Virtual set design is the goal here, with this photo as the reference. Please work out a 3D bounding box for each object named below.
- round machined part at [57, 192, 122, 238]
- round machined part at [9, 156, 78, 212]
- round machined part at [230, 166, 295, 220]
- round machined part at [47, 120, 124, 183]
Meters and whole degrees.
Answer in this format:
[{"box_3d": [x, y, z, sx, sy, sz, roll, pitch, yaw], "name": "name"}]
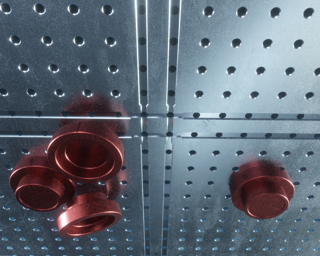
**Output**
[{"box_3d": [-0.115, 0.137, 0.500, 0.099, 0.042, 0.098, -16, 150, -10], "name": "round machined part"}, {"box_3d": [-0.181, 0.092, 0.477, 0.099, 0.042, 0.097, 0, 130, 0], "name": "round machined part"}, {"box_3d": [0.164, 0.109, 0.494, 0.099, 0.042, 0.097, 0, 130, 0], "name": "round machined part"}, {"box_3d": [-0.098, 0.028, 0.424, 0.099, 0.042, 0.097, 0, 130, 0], "name": "round machined part"}]
